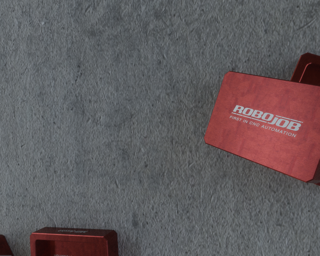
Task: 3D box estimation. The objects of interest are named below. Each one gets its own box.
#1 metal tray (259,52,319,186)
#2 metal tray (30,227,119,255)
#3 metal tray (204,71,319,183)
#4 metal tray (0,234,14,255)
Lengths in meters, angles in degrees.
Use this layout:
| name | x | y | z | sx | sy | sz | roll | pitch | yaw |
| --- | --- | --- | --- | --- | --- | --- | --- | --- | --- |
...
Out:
| name | x | y | z | sx | sy | sz | roll | pitch | yaw |
| --- | --- | --- | --- | --- | --- | --- | --- | --- | --- |
| metal tray | 0.177 | -0.007 | 0.343 | 0.090 | 0.030 | 0.129 | 23 | 98 | 18 |
| metal tray | -0.124 | 0.195 | 0.450 | 0.130 | 0.030 | 0.089 | -4 | 89 | 19 |
| metal tray | 0.117 | -0.006 | 0.332 | 0.130 | 0.030 | 0.089 | 22 | 96 | 44 |
| metal tray | -0.293 | 0.247 | 0.509 | 0.130 | 0.030 | 0.090 | -34 | 79 | 16 |
